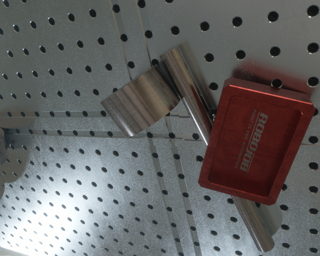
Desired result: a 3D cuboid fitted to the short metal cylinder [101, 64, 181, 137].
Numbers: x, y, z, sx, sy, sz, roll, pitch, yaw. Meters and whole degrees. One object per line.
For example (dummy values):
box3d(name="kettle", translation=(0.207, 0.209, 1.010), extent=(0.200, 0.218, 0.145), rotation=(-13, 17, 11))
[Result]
box3d(name="short metal cylinder", translation=(-0.023, -0.033, 0.368), extent=(0.080, 0.080, 0.050), rotation=(-26, 104, 37))

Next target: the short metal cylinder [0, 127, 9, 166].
box3d(name="short metal cylinder", translation=(-0.328, 0.036, 0.571), extent=(0.080, 0.080, 0.050), rotation=(19, 126, 17))

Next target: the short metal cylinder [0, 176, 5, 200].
box3d(name="short metal cylinder", translation=(-0.385, 0.131, 0.660), extent=(0.050, 0.080, 0.080), rotation=(-9, 114, 32))

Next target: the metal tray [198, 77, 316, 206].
box3d(name="metal tray", translation=(0.101, 0.017, 0.344), extent=(0.090, 0.030, 0.129), rotation=(14, 117, 8))

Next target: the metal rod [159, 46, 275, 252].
box3d(name="metal rod", translation=(0.079, 0.038, 0.392), extent=(0.025, 0.025, 0.299), rotation=(-17, 110, 35))
